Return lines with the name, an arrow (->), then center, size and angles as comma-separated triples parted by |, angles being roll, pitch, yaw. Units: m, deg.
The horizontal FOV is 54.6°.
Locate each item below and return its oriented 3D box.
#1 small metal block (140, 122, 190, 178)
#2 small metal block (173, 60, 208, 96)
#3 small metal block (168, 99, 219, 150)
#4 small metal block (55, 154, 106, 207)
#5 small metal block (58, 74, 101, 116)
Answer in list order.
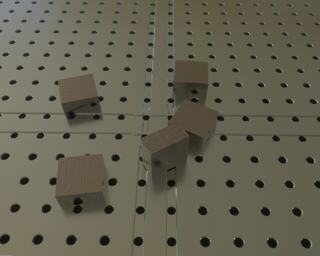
small metal block -> 0.006, 0.026, 0.369 | 0.050, 0.050, 0.025 | -24, 54, -19
small metal block -> 0.047, -0.076, 0.472 | 0.050, 0.025, 0.050 | 4, 50, 3
small metal block -> 0.044, -0.006, 0.413 | 0.050, 0.025, 0.050 | 23, 54, 18
small metal block -> -0.090, 0.060, 0.357 | 0.050, 0.025, 0.050 | -5, 50, -5
small metal block -> -0.117, -0.049, 0.449 | 0.050, 0.025, 0.050 | -13, 51, -11
